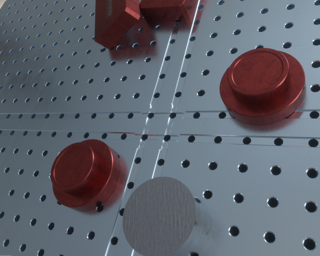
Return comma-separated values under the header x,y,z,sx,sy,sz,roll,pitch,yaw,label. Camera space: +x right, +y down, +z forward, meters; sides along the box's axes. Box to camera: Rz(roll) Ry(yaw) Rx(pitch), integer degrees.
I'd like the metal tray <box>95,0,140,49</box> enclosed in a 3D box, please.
x,y,z,sx,sy,sz,roll,pitch,yaw,label
-0.079,-0.217,0.560,0.090,0.030,0.130,-34,48,34,metal tray

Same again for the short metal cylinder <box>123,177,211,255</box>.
x,y,z,sx,sy,sz,roll,pitch,yaw,label
0.008,0.098,0.328,0.080,0.050,0.080,-13,56,21,short metal cylinder

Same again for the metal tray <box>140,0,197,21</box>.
x,y,z,sx,sy,sz,roll,pitch,yaw,label
0.027,-0.247,0.543,0.090,0.030,0.130,10,67,32,metal tray

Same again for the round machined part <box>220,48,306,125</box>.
x,y,z,sx,sy,sz,roll,pitch,yaw,label
0.119,-0.056,0.369,0.098,0.042,0.098,-13,56,21,round machined part

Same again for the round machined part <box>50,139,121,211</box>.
x,y,z,sx,sy,sz,roll,pitch,yaw,label
-0.106,0.058,0.417,0.098,0.042,0.098,-13,56,21,round machined part
